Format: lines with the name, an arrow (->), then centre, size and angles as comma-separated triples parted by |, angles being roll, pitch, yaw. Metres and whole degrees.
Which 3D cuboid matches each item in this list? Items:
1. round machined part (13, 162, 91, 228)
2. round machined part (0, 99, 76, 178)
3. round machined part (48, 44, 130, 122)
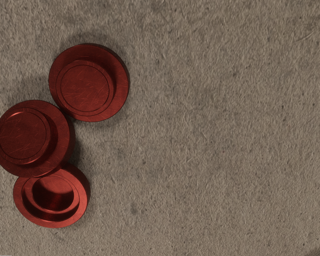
round machined part -> -0.146, 0.086, 0.430 | 0.099, 0.042, 0.097 | 0, 110, -1
round machined part -> -0.159, 0.012, 0.380 | 0.099, 0.042, 0.097 | -1, 80, 3
round machined part -> -0.088, -0.053, 0.380 | 0.099, 0.042, 0.097 | 0, 110, -1
